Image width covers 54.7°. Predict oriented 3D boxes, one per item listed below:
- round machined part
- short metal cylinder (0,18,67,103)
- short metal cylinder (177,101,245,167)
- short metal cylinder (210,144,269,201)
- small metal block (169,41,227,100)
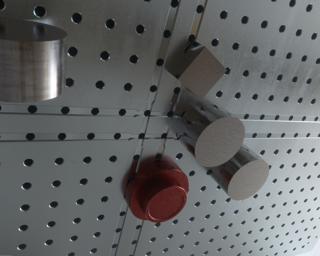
[{"bbox_3d":[0.001,0.102,0.464,0.099,0.042,0.097,-14,124,-21],"label":"round machined part"},{"bbox_3d":[-0.124,-0.061,0.270,0.081,0.080,0.050,-4,120,-27],"label":"short metal cylinder"},{"bbox_3d":[0.072,0.008,0.439,0.081,0.050,0.079,-14,124,-21],"label":"short metal cylinder"},{"bbox_3d":[0.131,0.072,0.511,0.081,0.050,0.079,-14,124,-21],"label":"short metal cylinder"},{"bbox_3d":[0.049,-0.072,0.393,0.050,0.025,0.050,-50,129,7],"label":"small metal block"}]
